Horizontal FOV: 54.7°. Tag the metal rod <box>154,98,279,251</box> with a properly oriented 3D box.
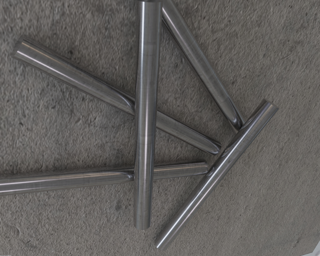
[{"bbox_3d":[0.078,0.083,0.480,0.025,0.025,0.298,18,115,-35],"label":"metal rod"}]

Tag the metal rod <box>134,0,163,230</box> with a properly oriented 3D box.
[{"bbox_3d":[-0.018,0.008,0.367,0.025,0.025,0.298,-11,123,-23],"label":"metal rod"}]

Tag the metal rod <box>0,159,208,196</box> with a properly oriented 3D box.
[{"bbox_3d":[-0.066,0.062,0.408,0.303,0.025,0.025,-1,119,-28],"label":"metal rod"}]

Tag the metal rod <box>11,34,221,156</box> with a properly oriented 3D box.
[{"bbox_3d":[-0.025,-0.023,0.378,0.301,0.025,0.025,26,104,-37],"label":"metal rod"}]

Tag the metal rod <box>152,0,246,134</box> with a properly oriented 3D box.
[{"bbox_3d":[0.060,-0.068,0.396,0.025,0.025,0.300,-42,130,1],"label":"metal rod"}]
